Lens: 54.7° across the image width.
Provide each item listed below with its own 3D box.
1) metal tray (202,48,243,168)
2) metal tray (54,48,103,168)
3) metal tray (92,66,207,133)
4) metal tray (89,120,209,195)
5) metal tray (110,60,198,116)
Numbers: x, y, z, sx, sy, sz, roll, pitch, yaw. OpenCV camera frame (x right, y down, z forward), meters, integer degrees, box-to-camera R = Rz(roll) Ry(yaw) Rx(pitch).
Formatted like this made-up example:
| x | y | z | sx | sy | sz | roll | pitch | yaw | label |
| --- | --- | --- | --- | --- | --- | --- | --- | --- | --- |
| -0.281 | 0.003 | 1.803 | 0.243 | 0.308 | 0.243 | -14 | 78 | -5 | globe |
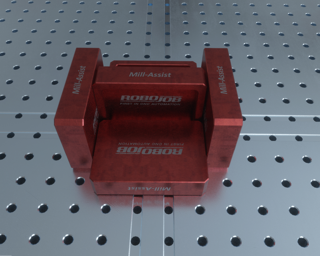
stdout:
| x | y | z | sx | sy | sz | roll | pitch | yaw | label |
| --- | --- | --- | --- | --- | --- | --- | --- | --- | --- |
| 0.070 | -0.027 | 0.388 | 0.030 | 0.089 | 0.130 | 1 | 50 | 0 | metal tray |
| -0.092 | -0.027 | 0.386 | 0.030 | 0.089 | 0.130 | 1 | 50 | 0 | metal tray |
| -0.012 | -0.033 | 0.391 | 0.131 | 0.089 | 0.030 | 1 | 50 | 0 | metal tray |
| -0.012 | 0.033 | 0.374 | 0.131 | 0.030 | 0.090 | 1 | 50 | 0 | metal tray |
| -0.010 | -0.059 | 0.454 | 0.131 | 0.030 | 0.090 | 1 | 50 | 0 | metal tray |
